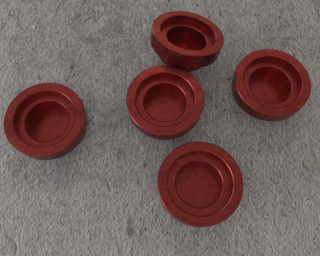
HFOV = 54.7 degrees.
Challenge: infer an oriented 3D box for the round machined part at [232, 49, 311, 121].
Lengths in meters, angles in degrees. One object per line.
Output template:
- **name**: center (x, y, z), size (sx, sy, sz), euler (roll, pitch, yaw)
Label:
- **round machined part**: center (0.146, -0.054, 0.420), size (0.099, 0.042, 0.098), euler (0, 70, 0)

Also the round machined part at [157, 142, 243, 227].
- **round machined part**: center (0.046, 0.069, 0.374), size (0.099, 0.042, 0.098), euler (0, 70, 0)

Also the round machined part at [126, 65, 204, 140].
- **round machined part**: center (0.007, -0.030, 0.410), size (0.099, 0.042, 0.098), euler (0, 70, 0)

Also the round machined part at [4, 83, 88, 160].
- **round machined part**: center (-0.142, -0.006, 0.400), size (0.099, 0.042, 0.098), euler (0, 70, 0)

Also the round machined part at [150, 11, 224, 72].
- **round machined part**: center (0.035, -0.116, 0.431), size (0.099, 0.042, 0.098), euler (6, 52, -8)
